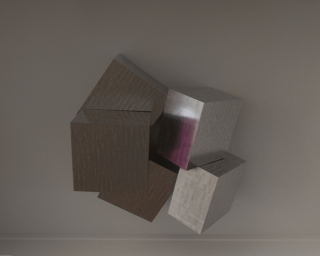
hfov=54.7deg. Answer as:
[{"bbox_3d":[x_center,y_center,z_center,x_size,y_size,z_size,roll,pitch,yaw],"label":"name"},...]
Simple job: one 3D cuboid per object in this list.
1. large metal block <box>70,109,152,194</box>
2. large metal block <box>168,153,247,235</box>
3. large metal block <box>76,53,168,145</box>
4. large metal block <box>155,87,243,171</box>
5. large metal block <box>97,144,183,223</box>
[{"bbox_3d":[-0.052,0.025,0.350,0.081,0.050,0.079,3,109,0],"label":"large metal block"},{"bbox_3d":[0.062,0.077,0.402,0.050,0.081,0.079,26,113,32],"label":"large metal block"},{"bbox_3d":[-0.042,-0.033,0.384,0.080,0.050,0.080,34,106,-12],"label":"large metal block"},{"bbox_3d":[0.047,-0.003,0.373,0.081,0.050,0.079,-9,119,-46],"label":"large metal block"},{"bbox_3d":[-0.026,0.067,0.418,0.080,0.050,0.080,28,107,-11],"label":"large metal block"}]
